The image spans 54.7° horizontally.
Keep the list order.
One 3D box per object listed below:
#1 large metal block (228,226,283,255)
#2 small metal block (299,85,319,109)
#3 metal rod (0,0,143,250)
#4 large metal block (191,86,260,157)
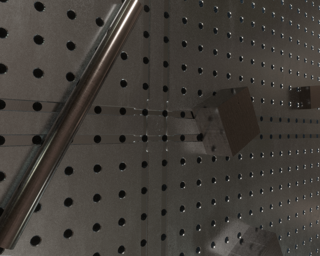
[{"bbox_3d":[0.170,0.234,0.540,0.081,0.050,0.080,-36,113,-34],"label":"large metal block"},{"bbox_3d":[0.338,-0.069,0.697,0.050,0.025,0.050,-8,96,-40],"label":"small metal block"},{"bbox_3d":[-0.090,-0.022,0.334,0.025,0.025,0.300,37,67,-34],"label":"metal rod"},{"bbox_3d":[0.105,-0.011,0.484,0.081,0.050,0.080,-33,111,-35],"label":"large metal block"}]
